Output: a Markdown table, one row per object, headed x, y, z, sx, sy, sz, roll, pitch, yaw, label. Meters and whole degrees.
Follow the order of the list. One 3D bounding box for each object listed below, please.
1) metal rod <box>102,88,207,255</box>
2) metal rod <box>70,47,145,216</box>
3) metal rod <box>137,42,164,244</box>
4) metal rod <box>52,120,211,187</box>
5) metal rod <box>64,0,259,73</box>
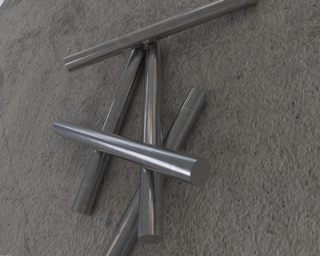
| x | y | z | sx | sy | sz | roll | pitch | yaw | label |
| --- | --- | --- | --- | --- | --- | --- | --- | --- | --- |
| -0.018 | 0.082 | 0.363 | 0.025 | 0.025 | 0.300 | 17 | 70 | 35 | metal rod |
| -0.061 | -0.024 | 0.450 | 0.025 | 0.025 | 0.300 | 3 | 63 | 29 | metal rod |
| -0.009 | -0.009 | 0.389 | 0.025 | 0.025 | 0.300 | -17 | 47 | 19 | metal rod |
| -0.062 | 0.019 | 0.376 | 0.300 | 0.025 | 0.025 | 11 | 67 | 49 | metal rod |
| -0.003 | -0.147 | 0.469 | 0.301 | 0.025 | 0.025 | -19 | 54 | 7 | metal rod |
